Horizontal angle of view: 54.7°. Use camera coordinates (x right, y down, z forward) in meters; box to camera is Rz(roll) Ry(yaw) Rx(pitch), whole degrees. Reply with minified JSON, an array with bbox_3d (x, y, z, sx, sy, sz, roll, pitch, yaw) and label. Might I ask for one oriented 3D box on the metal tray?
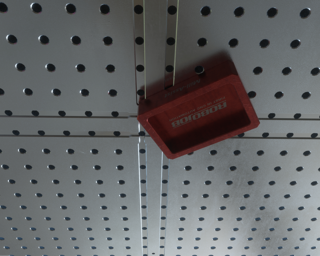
[{"bbox_3d":[0.048,-0.017,0.394,0.130,0.030,0.090,-23,127,18],"label":"metal tray"}]
